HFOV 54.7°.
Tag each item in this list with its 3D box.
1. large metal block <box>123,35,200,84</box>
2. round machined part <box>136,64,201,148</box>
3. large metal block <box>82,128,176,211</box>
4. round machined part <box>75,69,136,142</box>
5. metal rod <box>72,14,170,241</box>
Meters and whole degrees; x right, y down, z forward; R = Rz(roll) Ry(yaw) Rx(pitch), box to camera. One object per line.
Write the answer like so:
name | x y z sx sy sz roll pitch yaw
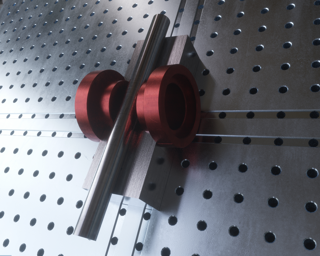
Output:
large metal block | 0.003 -0.081 0.440 0.080 0.050 0.080 2 63 29
round machined part | 0.008 -0.025 0.372 0.042 0.098 0.098 -1 61 33
large metal block | -0.036 0.049 0.380 0.080 0.050 0.080 3 63 29
round machined part | -0.062 -0.028 0.410 0.042 0.098 0.098 2 63 29
metal rod | -0.038 -0.019 0.376 0.025 0.025 0.300 3 63 29
